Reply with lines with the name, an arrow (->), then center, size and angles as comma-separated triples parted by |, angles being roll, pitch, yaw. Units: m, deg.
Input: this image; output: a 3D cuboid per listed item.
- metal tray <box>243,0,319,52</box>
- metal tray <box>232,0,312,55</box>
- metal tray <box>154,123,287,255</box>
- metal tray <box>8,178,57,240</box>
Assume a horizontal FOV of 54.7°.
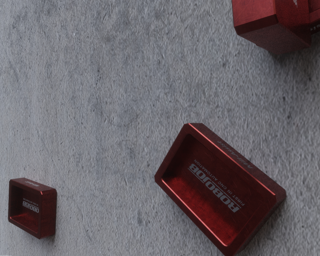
metal tray -> 0.142, -0.139, 0.283 | 0.130, 0.030, 0.090 | -22, 76, 38
metal tray -> 0.089, -0.133, 0.249 | 0.030, 0.091, 0.129 | -6, 86, 40
metal tray -> 0.060, 0.065, 0.351 | 0.130, 0.030, 0.089 | 42, 115, 31
metal tray -> -0.255, 0.154, 0.612 | 0.130, 0.030, 0.089 | 5, 94, 39
